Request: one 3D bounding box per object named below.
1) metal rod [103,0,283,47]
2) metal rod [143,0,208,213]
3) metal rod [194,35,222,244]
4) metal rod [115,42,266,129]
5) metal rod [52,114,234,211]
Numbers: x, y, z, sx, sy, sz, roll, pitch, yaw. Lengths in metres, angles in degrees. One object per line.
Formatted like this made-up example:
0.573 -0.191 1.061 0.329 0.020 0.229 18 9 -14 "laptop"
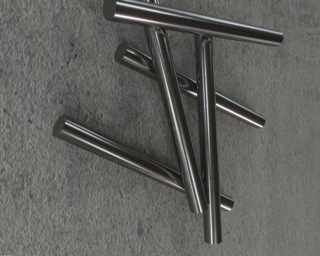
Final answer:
0.067 -0.128 0.393 0.302 0.025 0.025 -6 94 -40 "metal rod"
0.016 -0.034 0.383 0.025 0.025 0.298 -24 105 -37 "metal rod"
0.066 0.008 0.426 0.025 0.025 0.298 -5 93 -40 "metal rod"
0.065 -0.050 0.459 0.302 0.025 0.025 19 78 -38 "metal rod"
0.002 0.059 0.406 0.301 0.025 0.025 30 71 -36 "metal rod"
